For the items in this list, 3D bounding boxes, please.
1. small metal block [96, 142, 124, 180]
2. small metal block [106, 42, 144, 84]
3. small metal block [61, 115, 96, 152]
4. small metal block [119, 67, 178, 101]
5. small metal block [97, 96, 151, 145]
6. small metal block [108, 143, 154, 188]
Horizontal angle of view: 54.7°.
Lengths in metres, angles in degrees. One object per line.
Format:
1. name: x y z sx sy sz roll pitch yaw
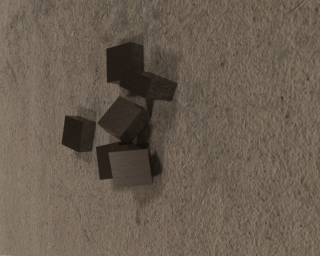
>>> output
1. small metal block: -0.066 0.048 0.457 0.050 0.025 0.050 -13 82 39
2. small metal block: -0.050 -0.091 0.444 0.050 0.025 0.050 -2 89 39
3. small metal block: -0.135 0.009 0.514 0.050 0.025 0.050 17 101 38
4. small metal block: -0.015 -0.056 0.399 0.050 0.050 0.025 28 108 36
5. small metal block: -0.049 -0.011 0.429 0.050 0.025 0.050 27 74 36
6. small metal block: -0.037 0.049 0.410 0.050 0.025 0.050 -6 105 5
